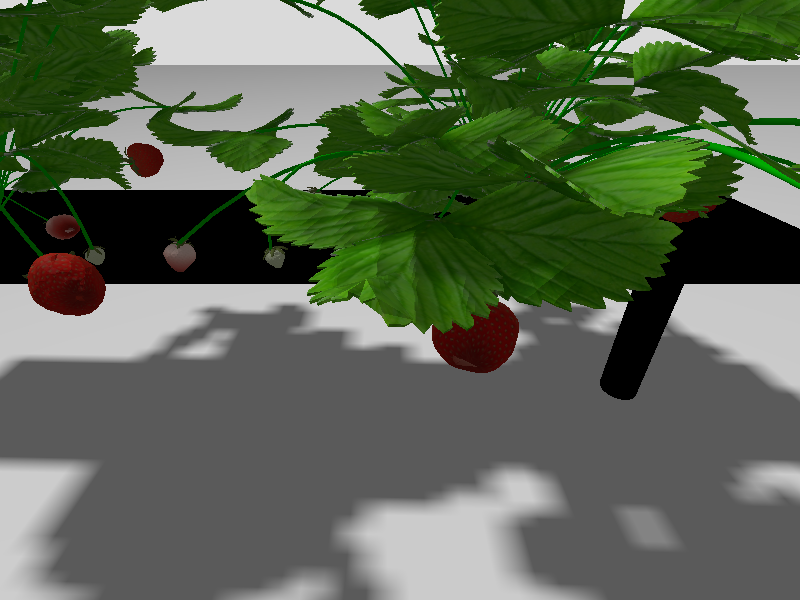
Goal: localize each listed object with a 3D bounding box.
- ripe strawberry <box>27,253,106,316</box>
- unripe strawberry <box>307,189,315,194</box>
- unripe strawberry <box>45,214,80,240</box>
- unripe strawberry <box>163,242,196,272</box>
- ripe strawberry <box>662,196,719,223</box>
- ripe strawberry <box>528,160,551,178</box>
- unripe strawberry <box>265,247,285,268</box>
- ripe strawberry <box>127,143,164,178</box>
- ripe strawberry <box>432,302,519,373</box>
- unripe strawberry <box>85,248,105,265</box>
[{"bbox_3d":[-0.176,-0.007,0.214,0.034,0.036,0.031,26,40,34],"label":"ripe strawberry"},{"bbox_3d":[-0.082,-0.093,0.369,0.016,0.018,0.018,39,27,-18],"label":"unripe strawberry"},{"bbox_3d":[-0.256,-0.055,0.306,0.019,0.019,0.021,17,36,24],"label":"unripe strawberry"},{"bbox_3d":[-0.147,-0.028,0.267,0.019,0.020,0.018,5,26,-31],"label":"unripe strawberry"},{"bbox_3d":[0.239,-0.085,0.332,0.041,0.041,0.046,5,32,7],"label":"ripe strawberry"},{"bbox_3d":[0.153,-0.150,0.448,0.031,0.033,0.034,18,36,27],"label":"ripe strawberry"},{"bbox_3d":[-0.083,-0.028,0.269,0.013,0.014,0.015,-19,37,-27],"label":"unripe strawberry"},{"bbox_3d":[-0.288,-0.160,0.455,0.033,0.038,0.036,19,36,27],"label":"ripe strawberry"},{"bbox_3d":[0.032,0.017,0.176,0.038,0.034,0.035,8,33,12],"label":"ripe strawberry"},{"bbox_3d":[-0.198,-0.028,0.260,0.010,0.011,0.011,20,37,29],"label":"unripe strawberry"}]
